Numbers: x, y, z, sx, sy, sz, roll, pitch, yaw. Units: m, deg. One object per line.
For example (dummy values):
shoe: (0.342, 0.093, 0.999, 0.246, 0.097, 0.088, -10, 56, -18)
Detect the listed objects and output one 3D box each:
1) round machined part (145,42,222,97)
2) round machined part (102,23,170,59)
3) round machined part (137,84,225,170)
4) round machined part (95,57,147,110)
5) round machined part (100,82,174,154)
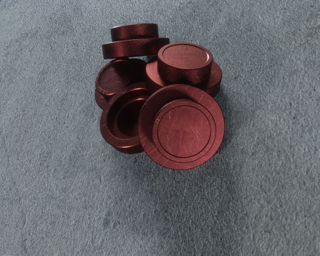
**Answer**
round machined part: (0.031, -0.075, 0.395, 0.099, 0.042, 0.098, 2, 43, -2)
round machined part: (-0.035, -0.126, 0.451, 0.098, 0.099, 0.042, 1, 104, 28)
round machined part: (0.024, 0.001, 0.345, 0.098, 0.098, 0.042, -37, 10, 3)
round machined part: (-0.057, -0.067, 0.465, 0.098, 0.042, 0.098, -13, 56, 20)
round machined part: (-0.027, -0.009, 0.413, 0.098, 0.042, 0.098, -13, 56, 20)
